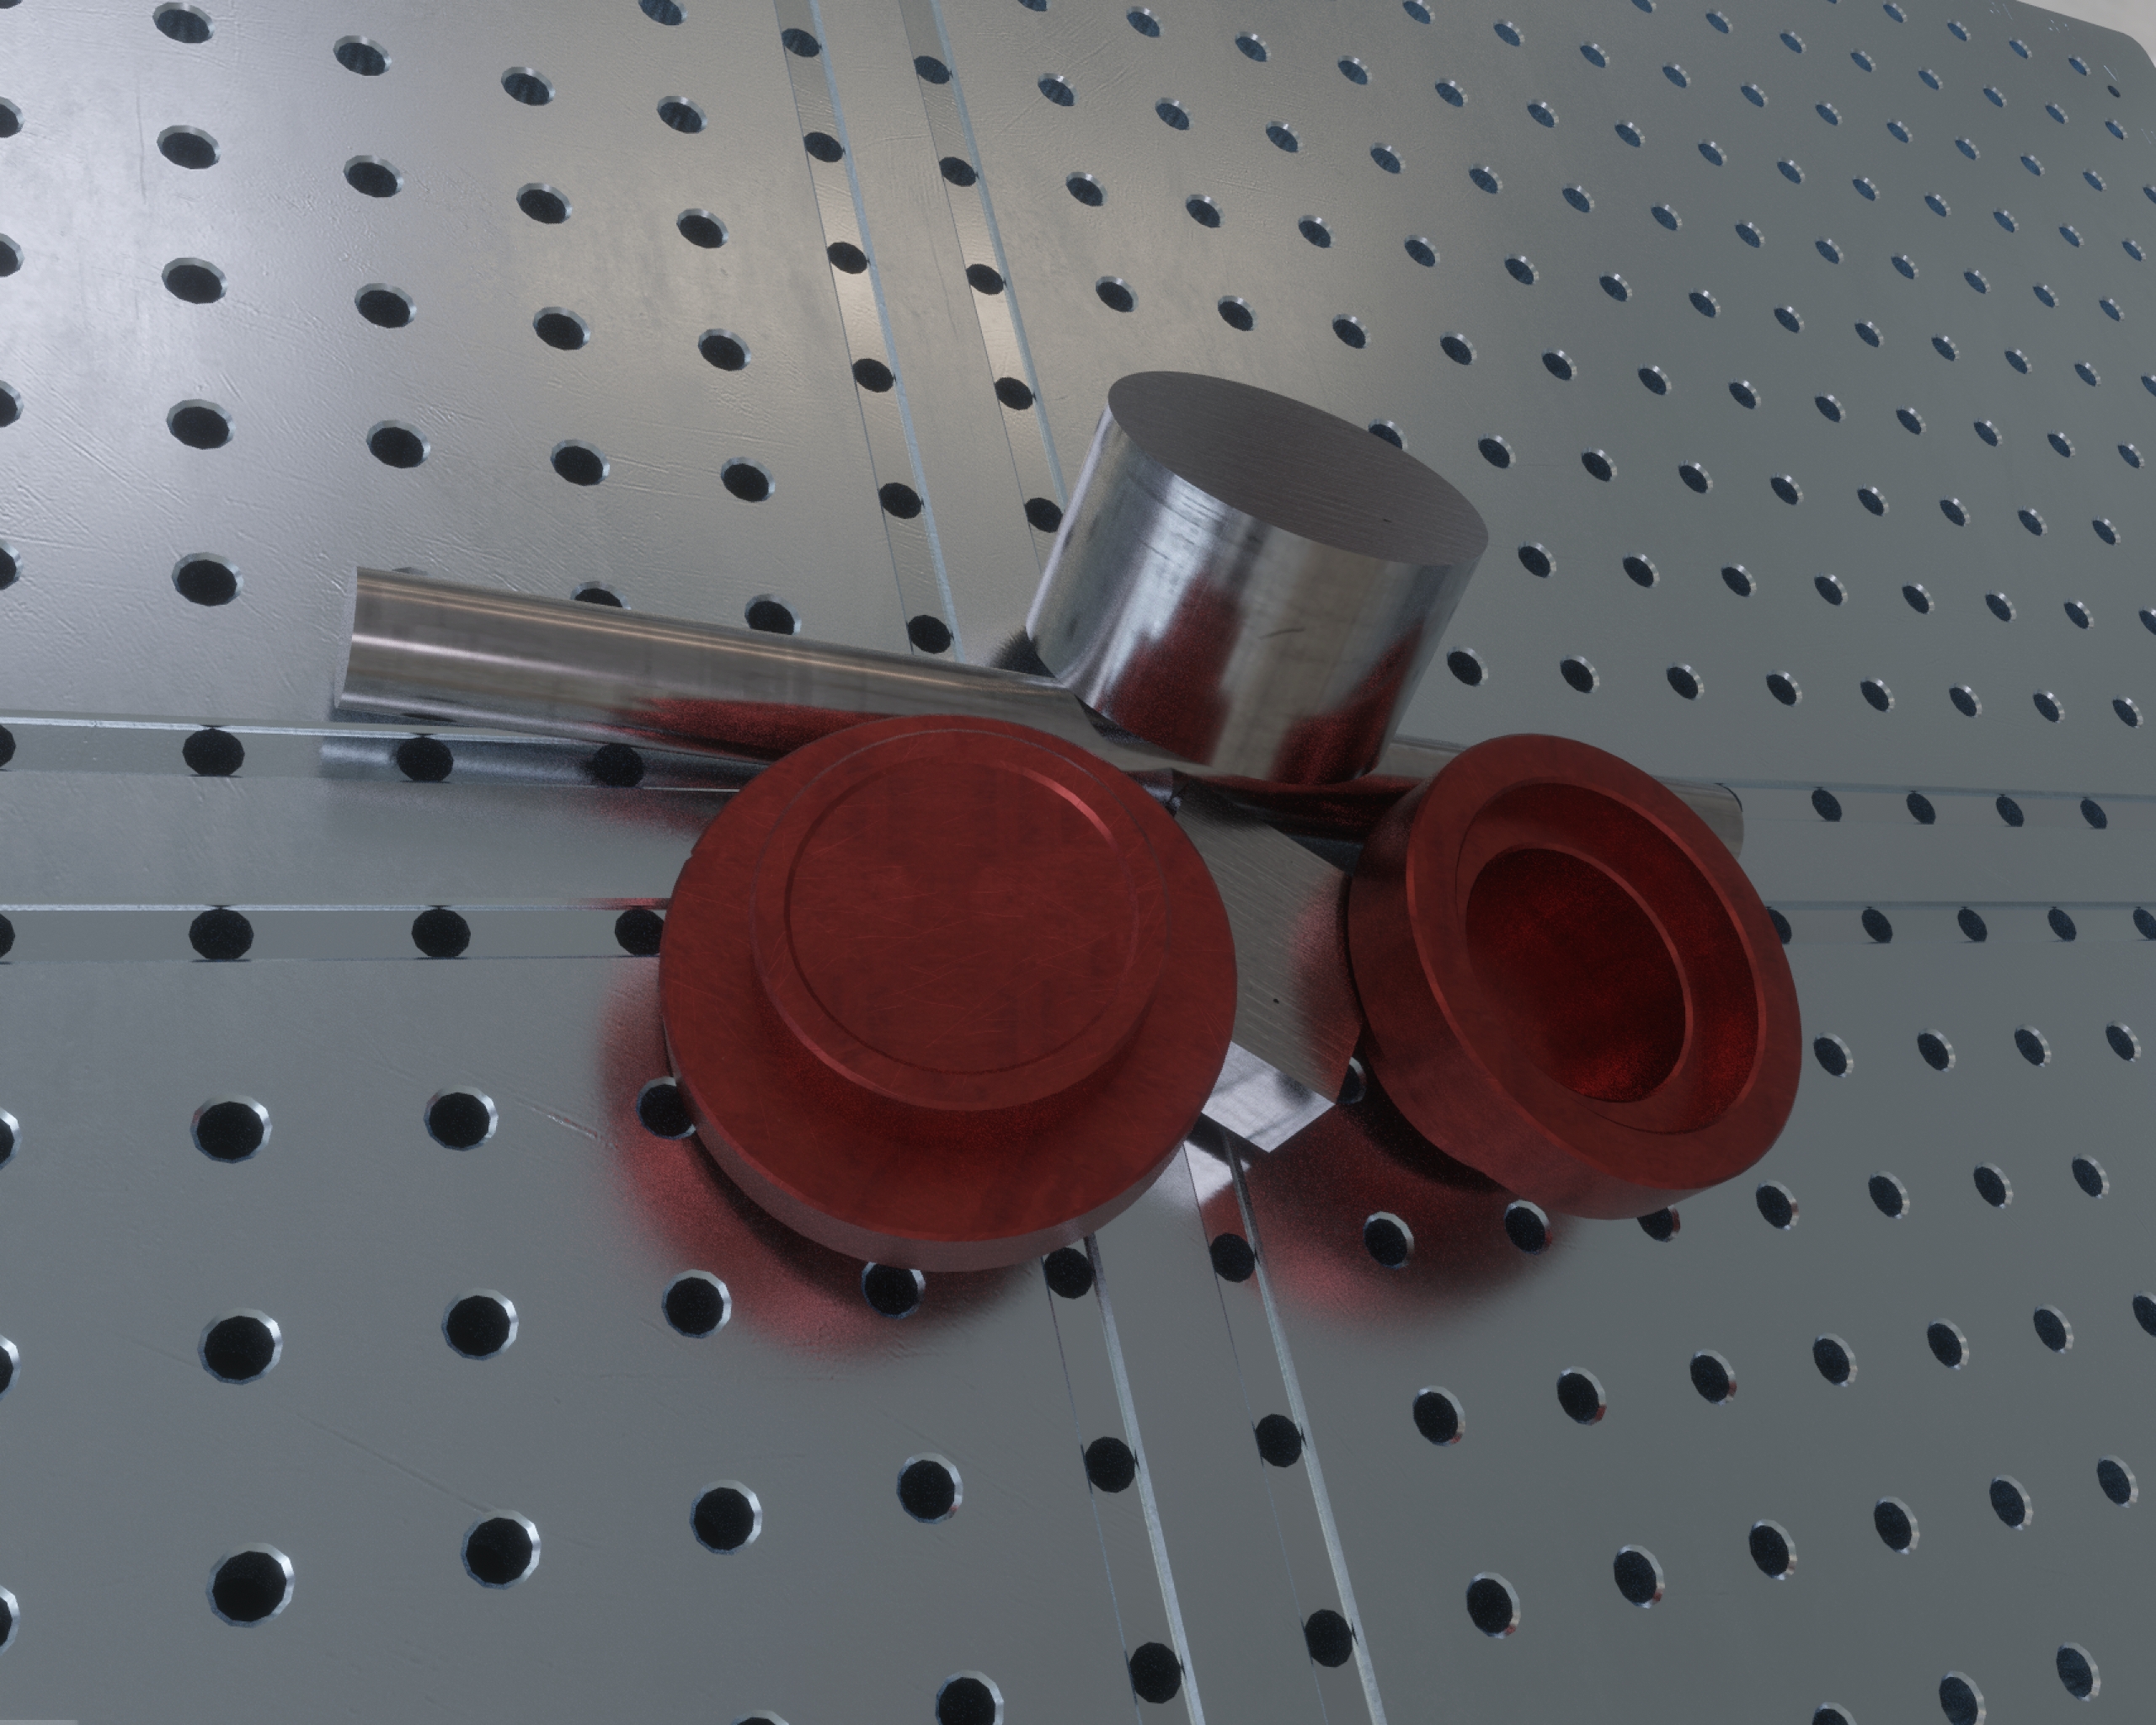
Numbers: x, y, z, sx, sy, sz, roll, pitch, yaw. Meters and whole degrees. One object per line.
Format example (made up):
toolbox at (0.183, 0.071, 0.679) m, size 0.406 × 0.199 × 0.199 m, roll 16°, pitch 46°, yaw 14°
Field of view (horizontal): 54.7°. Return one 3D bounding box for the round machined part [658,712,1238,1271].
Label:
round machined part at (-0.021, 0.016, 0.355) m, size 0.099 × 0.042 × 0.098 m, roll 3°, pitch 64°, yaw -7°

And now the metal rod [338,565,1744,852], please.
metal rod at (0.010, -0.022, 0.423) m, size 0.302 × 0.025 × 0.025 m, roll 7°, pitch 59°, yaw -25°

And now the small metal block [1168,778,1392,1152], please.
small metal block at (0.030, 0.020, 0.407) m, size 0.050 × 0.025 × 0.050 m, roll 32°, pitch 52°, yaw -8°

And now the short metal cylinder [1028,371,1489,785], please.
short metal cylinder at (0.036, -0.059, 0.424) m, size 0.081 × 0.050 × 0.080 m, roll 17°, pitch 30°, yaw -10°

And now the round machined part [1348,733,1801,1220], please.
round machined part at (0.095, 0.026, 0.425) m, size 0.099 × 0.042 × 0.098 m, roll 15°, pitch 57°, yaw -24°
